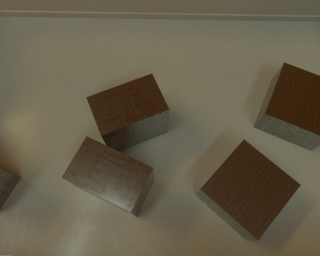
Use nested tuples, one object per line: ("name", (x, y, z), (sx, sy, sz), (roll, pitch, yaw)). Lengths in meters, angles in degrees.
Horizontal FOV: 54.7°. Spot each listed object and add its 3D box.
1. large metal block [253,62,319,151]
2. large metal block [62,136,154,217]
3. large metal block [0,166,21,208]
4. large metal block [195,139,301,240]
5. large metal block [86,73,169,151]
("large metal block", (0.182, -0.028, 0.409), (0.080, 0.050, 0.080), (23, 72, 8))
("large metal block", (-0.054, 0.060, 0.358), (0.080, 0.080, 0.050), (25, 72, 8))
("large metal block", (-0.225, 0.054, 0.358), (0.080, 0.080, 0.050), (26, 72, 9))
("large metal block", (0.102, 0.075, 0.370), (0.080, 0.050, 0.080), (41, 75, 13))
("large metal block", (-0.037, -0.014, 0.385), (0.080, 0.080, 0.050), (-22, 72, -8))
